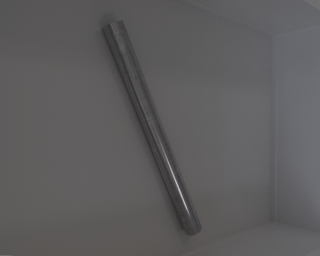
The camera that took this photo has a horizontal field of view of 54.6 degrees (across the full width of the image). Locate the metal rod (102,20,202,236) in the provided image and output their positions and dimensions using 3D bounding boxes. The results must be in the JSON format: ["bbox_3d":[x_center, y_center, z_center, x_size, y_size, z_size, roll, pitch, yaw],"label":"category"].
[{"bbox_3d":[-0.003,0.013,0.402,0.025,0.025,0.299,-33,111,-35],"label":"metal rod"}]
